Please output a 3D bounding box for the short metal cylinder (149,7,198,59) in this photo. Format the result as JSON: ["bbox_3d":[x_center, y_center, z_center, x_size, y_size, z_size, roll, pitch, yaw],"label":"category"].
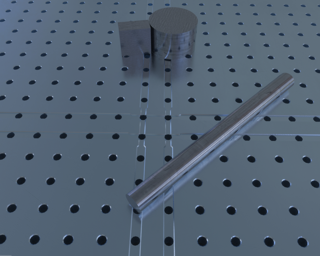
[{"bbox_3d":[0.022,-0.162,0.527,0.081,0.050,0.080,0,50,0],"label":"short metal cylinder"}]

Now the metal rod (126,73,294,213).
[{"bbox_3d":[0.082,0.005,0.404,0.302,0.025,0.025,-35,59,-26],"label":"metal rod"}]

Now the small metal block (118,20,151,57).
[{"bbox_3d":[-0.042,-0.149,0.516,0.050,0.050,0.025,-7,51,-7],"label":"small metal block"}]
